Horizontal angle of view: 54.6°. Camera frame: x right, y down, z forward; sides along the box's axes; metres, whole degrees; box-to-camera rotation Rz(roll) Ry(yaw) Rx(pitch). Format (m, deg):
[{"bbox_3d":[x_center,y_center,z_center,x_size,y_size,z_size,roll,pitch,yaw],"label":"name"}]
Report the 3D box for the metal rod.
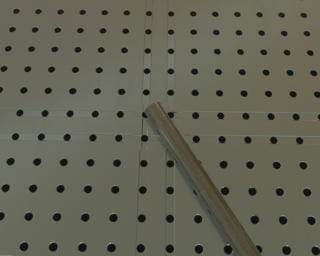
[{"bbox_3d":[0.067,0.093,0.378,0.025,0.025,0.299,-30,73,-10],"label":"metal rod"}]
